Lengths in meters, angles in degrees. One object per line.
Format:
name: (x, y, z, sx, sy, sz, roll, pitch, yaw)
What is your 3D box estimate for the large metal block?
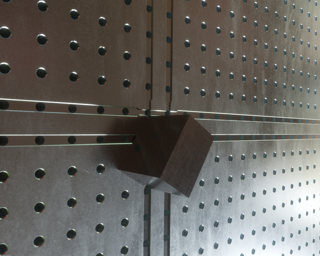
large metal block: (0.007, 0.032, 0.379, 0.050, 0.080, 0.080, 40, 66, -33)
